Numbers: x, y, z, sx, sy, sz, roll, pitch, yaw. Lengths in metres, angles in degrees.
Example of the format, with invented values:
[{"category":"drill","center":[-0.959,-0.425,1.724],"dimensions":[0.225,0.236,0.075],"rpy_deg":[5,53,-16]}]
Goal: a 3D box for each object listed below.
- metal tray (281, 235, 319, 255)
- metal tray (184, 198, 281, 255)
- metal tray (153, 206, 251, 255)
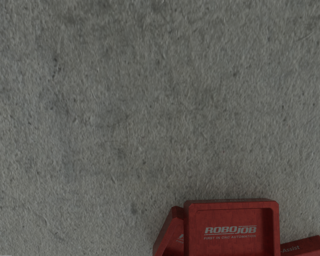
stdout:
[{"category":"metal tray","center":[0.206,0.230,0.495],"dimensions":[0.131,0.030,0.089],"rpy_deg":[-16,110,5]},{"category":"metal tray","center":[0.100,0.147,0.433],"dimensions":[0.131,0.030,0.089],"rpy_deg":[1,85,-10]},{"category":"metal tray","center":[0.064,0.181,0.474],"dimensions":[0.131,0.030,0.089],"rpy_deg":[20,109,-8]}]
